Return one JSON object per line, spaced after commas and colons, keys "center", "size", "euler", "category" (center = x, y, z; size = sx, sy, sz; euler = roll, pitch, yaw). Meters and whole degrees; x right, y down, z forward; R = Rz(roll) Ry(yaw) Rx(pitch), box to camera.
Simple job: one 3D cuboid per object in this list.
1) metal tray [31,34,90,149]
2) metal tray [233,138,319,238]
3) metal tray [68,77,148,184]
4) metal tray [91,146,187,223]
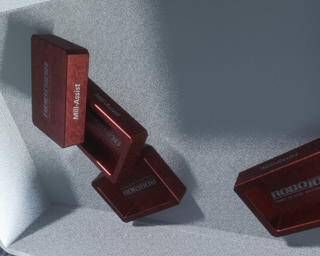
{"center": [-0.135, -0.050, 0.410], "size": [0.090, 0.030, 0.129], "euler": [29, 121, 36], "category": "metal tray"}
{"center": [0.166, 0.073, 0.362], "size": [0.130, 0.030, 0.090], "euler": [-34, 100, 38], "category": "metal tray"}
{"center": [-0.083, 0.002, 0.425], "size": [0.130, 0.030, 0.089], "euler": [41, 131, 20], "category": "metal tray"}
{"center": [-0.036, 0.091, 0.478], "size": [0.130, 0.030, 0.090], "euler": [-31, 102, 37], "category": "metal tray"}
